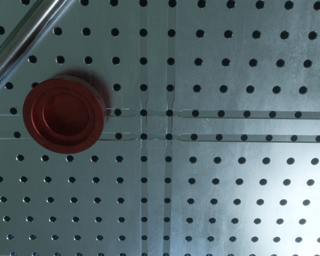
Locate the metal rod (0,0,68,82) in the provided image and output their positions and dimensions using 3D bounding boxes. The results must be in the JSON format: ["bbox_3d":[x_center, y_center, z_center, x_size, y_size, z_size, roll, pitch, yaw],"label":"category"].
[{"bbox_3d":[-0.171,-0.103,0.373,0.299,0.025,0.025,-43,105,14],"label":"metal rod"}]

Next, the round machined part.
[{"bbox_3d":[-0.117,-0.019,0.396,0.099,0.042,0.097,0,110,0],"label":"round machined part"}]
